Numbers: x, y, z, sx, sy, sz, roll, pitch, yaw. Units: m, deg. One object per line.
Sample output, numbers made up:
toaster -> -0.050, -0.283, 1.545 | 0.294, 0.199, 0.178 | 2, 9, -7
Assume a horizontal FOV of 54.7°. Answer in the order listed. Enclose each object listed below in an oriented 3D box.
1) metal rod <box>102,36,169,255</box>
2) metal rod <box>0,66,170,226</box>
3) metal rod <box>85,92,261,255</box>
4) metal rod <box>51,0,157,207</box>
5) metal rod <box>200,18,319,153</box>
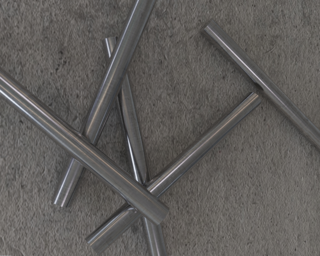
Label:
metal rod -> -0.030, 0.035, 0.397 | 0.025, 0.025, 0.298 | -13, 95, -20
metal rod -> -0.111, 0.002, 0.337 | 0.300, 0.025, 0.025 | 41, 77, -4
metal rod -> 0.032, 0.044, 0.401 | 0.301, 0.025, 0.025 | -39, 103, -23
metal rod -> -0.059, -0.049, 0.364 | 0.025, 0.025, 0.299 | 22, 91, -19
metal rod -> 0.175, -0.050, 0.472 | 0.300, 0.025, 0.025 | 40, 77, -16
